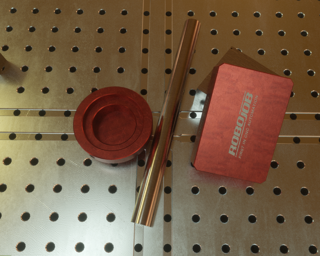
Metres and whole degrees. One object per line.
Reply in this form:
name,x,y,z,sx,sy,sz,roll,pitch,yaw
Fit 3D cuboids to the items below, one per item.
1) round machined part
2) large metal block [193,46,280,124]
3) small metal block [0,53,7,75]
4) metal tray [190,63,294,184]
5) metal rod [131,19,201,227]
round machined part,-0.058,-0.001,0.403,0.099,0.042,0.098,0,70,-1
large metal block,0.103,-0.049,0.418,0.080,0.050,0.080,36,74,12
small metal block,-0.254,-0.102,0.433,0.050,0.050,0.025,11,71,3
metal tray,0.097,-0.005,0.376,0.091,0.030,0.129,13,98,-4
metal rod,0.013,-0.021,0.419,0.025,0.025,0.299,13,70,4
